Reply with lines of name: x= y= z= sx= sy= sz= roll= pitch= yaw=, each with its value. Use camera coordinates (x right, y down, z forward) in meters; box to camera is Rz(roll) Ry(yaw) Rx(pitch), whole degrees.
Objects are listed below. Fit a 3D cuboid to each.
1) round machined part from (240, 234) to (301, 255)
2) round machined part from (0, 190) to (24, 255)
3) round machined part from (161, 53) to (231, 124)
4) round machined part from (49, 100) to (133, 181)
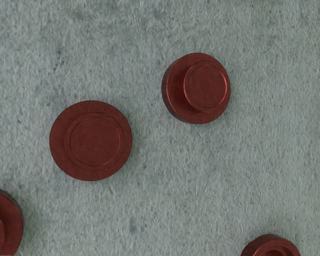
round machined part: x=0.158 y=0.206 z=0.461 sx=0.099 sy=0.042 sz=0.097 roll=0 pitch=90 yaw=-21
round machined part: x=-0.198 y=0.112 z=0.327 sx=0.099 sy=0.042 sz=0.097 roll=0 pitch=90 yaw=-21
round machined part: x=0.055 y=-0.054 z=0.421 sx=0.099 sy=0.042 sz=0.097 roll=0 pitch=90 yaw=-21
round machined part: x=-0.080 y=0.015 z=0.371 sx=0.099 sy=0.042 sz=0.097 roll=0 pitch=90 yaw=-21
